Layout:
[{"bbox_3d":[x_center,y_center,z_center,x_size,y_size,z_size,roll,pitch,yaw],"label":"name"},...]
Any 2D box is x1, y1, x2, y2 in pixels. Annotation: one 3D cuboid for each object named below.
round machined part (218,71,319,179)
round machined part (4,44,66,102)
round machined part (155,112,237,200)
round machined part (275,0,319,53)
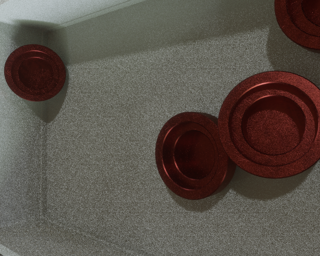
[{"bbox_3d":[0.109,-0.002,0.296,0.098,0.042,0.097,-3,83,25],"label":"round machined part"},{"bbox_3d":[-0.220,-0.097,0.551,0.042,0.099,0.097,-162,77,-70],"label":"round machined part"},{"bbox_3d":[0.045,0.030,0.358,0.098,0.042,0.097,0,91,40],"label":"round machined part"},{"bbox_3d":[0.155,-0.112,0.267,0.098,0.042,0.097,0,90,40],"label":"round machined part"}]
